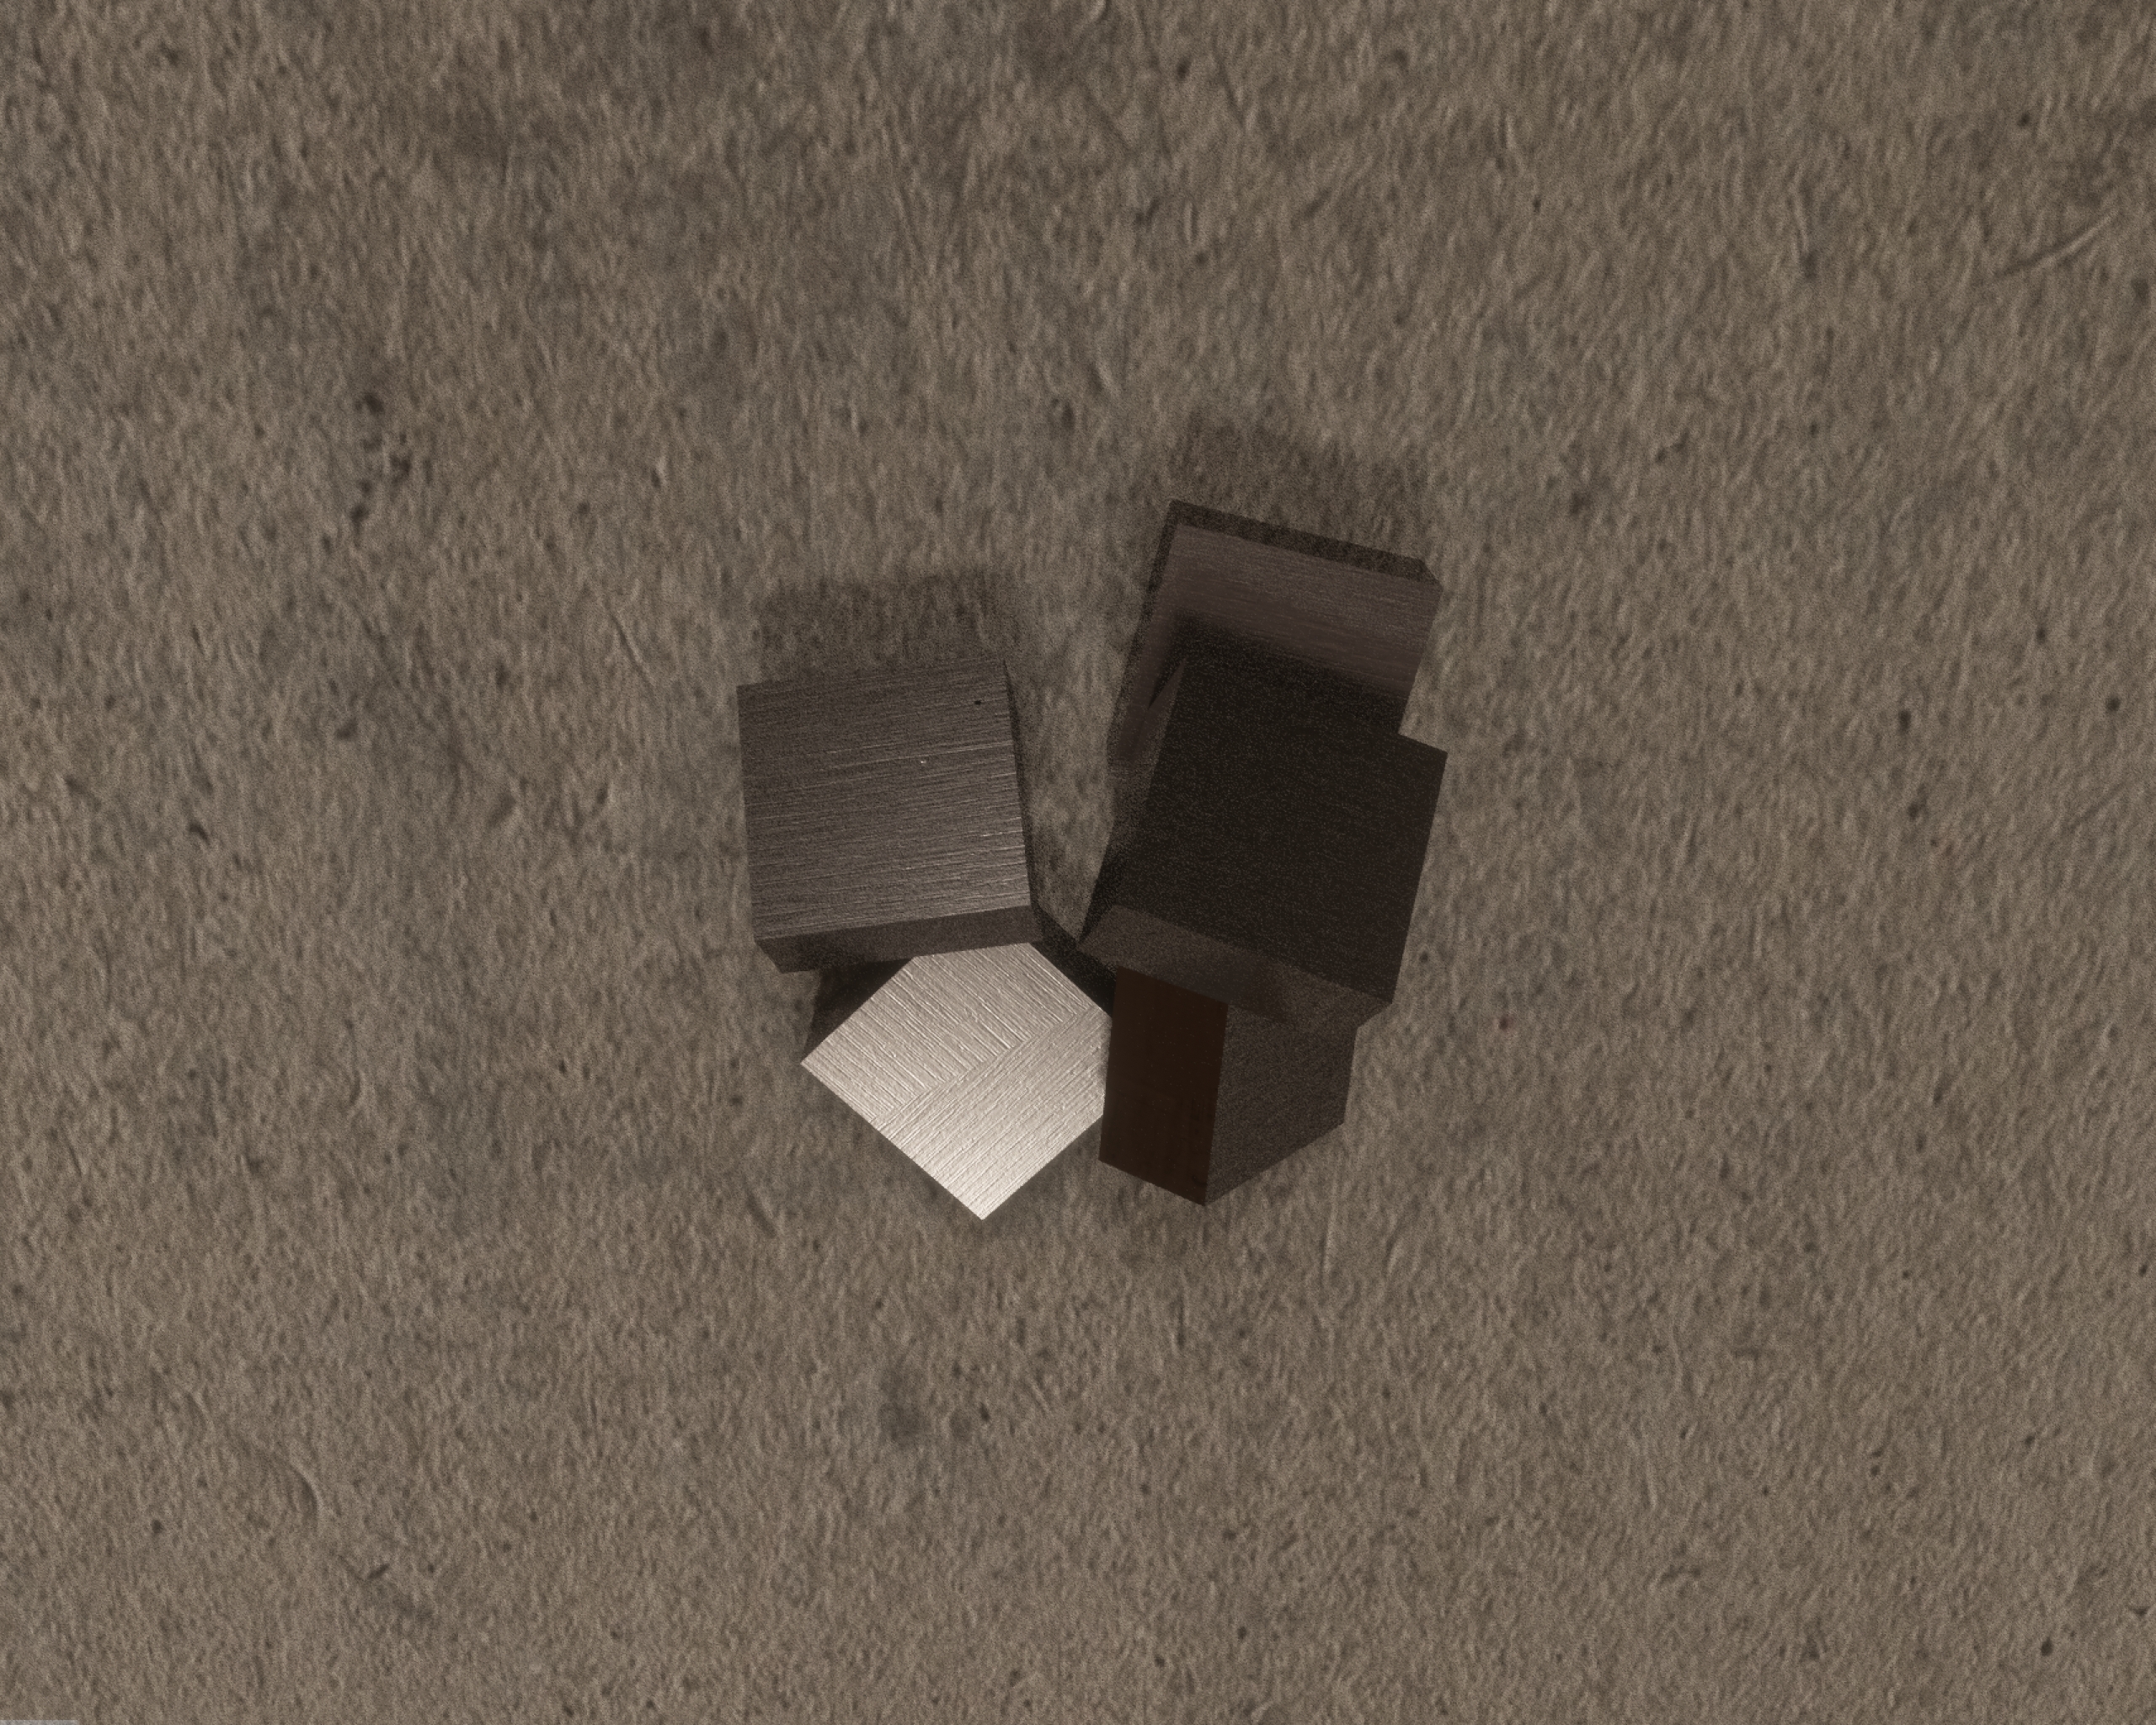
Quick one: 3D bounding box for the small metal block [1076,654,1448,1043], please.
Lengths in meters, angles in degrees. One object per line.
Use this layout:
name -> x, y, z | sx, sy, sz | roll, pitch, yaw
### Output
small metal block -> 0.033, -0.002, 0.370 | 0.050, 0.025, 0.050 | 20, 65, -8

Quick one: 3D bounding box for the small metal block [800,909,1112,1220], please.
small metal block -> -0.019, 0.035, 0.424 | 0.050, 0.025, 0.050 | -43, 105, 14

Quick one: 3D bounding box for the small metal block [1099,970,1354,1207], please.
small metal block -> 0.031, 0.032, 0.408 | 0.025, 0.050, 0.050 | 19, 114, 34

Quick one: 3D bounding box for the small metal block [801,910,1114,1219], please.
small metal block -> -0.019, 0.035, 0.424 | 0.050, 0.025, 0.050 | -43, 105, 14

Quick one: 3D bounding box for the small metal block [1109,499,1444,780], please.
small metal block -> 0.036, -0.037, 0.398 | 0.050, 0.025, 0.050 | 13, 110, -5

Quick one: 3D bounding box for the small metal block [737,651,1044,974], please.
small metal block -> -0.035, -0.009, 0.394 | 0.050, 0.025, 0.050 | -7, 72, 2
